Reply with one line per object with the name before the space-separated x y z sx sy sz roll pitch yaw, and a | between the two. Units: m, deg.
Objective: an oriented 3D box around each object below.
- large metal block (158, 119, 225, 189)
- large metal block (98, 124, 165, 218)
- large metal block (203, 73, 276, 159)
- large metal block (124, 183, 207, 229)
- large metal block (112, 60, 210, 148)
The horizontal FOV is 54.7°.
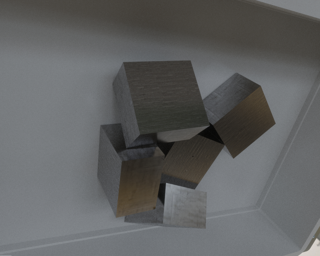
large metal block | 0.028 0.033 0.430 0.080 0.050 0.080 21 107 -36
large metal block | -0.040 0.048 0.381 0.050 0.080 0.079 -6 121 -26
large metal block | 0.107 -0.017 0.441 0.080 0.050 0.080 -40 130 -2
large metal block | 0.008 0.112 0.439 0.080 0.080 0.050 21 65 -38
large metal block | -0.001 -0.027 0.348 0.081 0.080 0.050 -7 163 -24
